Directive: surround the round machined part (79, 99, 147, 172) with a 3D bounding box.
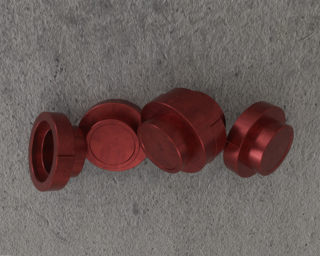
[{"bbox_3d":[-0.059,0.014,0.405,0.099,0.042,0.097,0,110,0],"label":"round machined part"}]

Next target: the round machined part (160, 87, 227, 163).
[{"bbox_3d":[0.041,-0.006,0.380,0.042,0.098,0.098,-38,112,-31],"label":"round machined part"}]

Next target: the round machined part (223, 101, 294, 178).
[{"bbox_3d":[0.126,0.020,0.381,0.099,0.042,0.097,-24,129,-33],"label":"round machined part"}]

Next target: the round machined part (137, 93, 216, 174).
[{"bbox_3d":[0.012,0.013,0.356,0.042,0.098,0.098,-38,112,-31],"label":"round machined part"}]

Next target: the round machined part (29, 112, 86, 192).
[{"bbox_3d":[-0.128,0.029,0.391,0.042,0.098,0.097,5,115,-40],"label":"round machined part"}]
